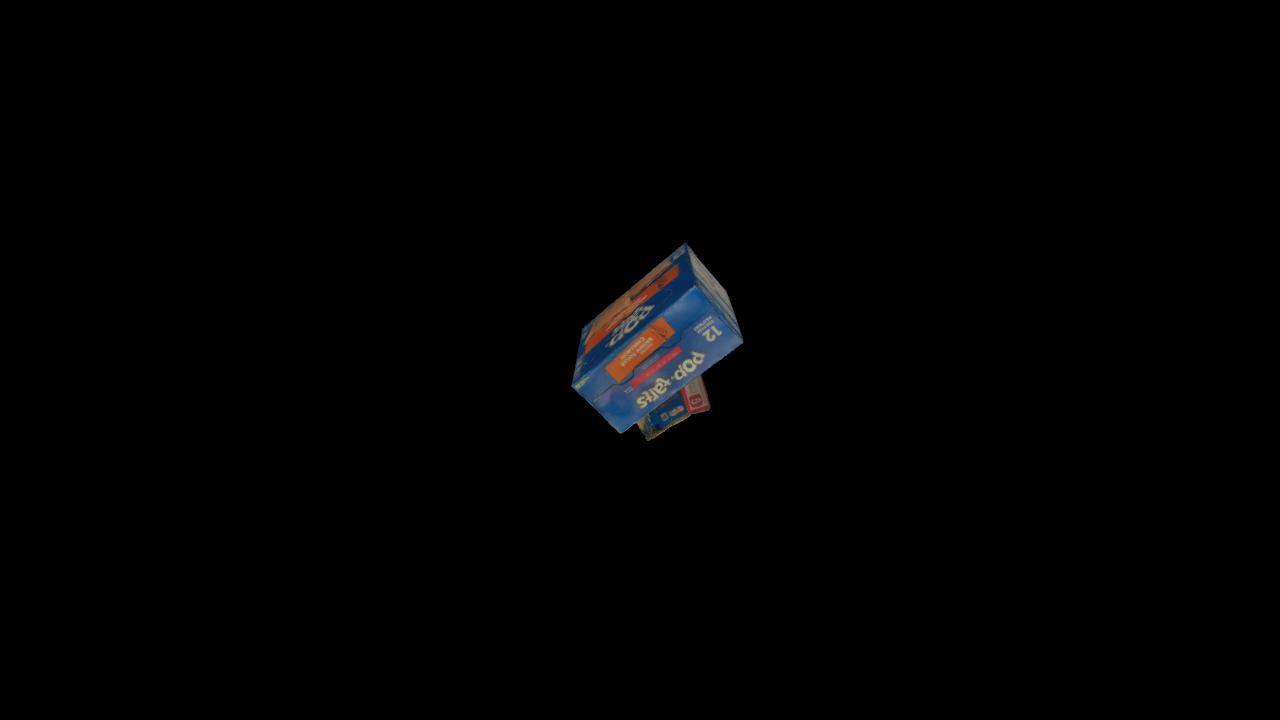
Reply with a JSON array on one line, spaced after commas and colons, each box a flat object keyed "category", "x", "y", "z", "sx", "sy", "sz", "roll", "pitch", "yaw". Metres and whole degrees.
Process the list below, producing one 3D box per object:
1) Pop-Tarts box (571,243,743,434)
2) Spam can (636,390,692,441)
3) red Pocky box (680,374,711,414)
[{"category": "Pop-Tarts box", "x": 0.015, "y": -0.028, "z": 0.674, "sx": 0.167, "sy": 0.083, "sz": 0.141, "roll": -39, "pitch": 22, "yaw": 19}, {"category": "Spam can", "x": 0.014, "y": 0.046, "z": 0.738, "sx": 0.058, "sy": 0.085, "sz": 0.101, "roll": -30, "pitch": -7, "yaw": -14}, {"category": "red Pocky box", "x": 0.044, "y": -0.015, "z": 0.723, "sx": 0.028, "sy": 0.155, "sz": 0.083, "roll": -16, "pitch": 1, "yaw": -2}]
